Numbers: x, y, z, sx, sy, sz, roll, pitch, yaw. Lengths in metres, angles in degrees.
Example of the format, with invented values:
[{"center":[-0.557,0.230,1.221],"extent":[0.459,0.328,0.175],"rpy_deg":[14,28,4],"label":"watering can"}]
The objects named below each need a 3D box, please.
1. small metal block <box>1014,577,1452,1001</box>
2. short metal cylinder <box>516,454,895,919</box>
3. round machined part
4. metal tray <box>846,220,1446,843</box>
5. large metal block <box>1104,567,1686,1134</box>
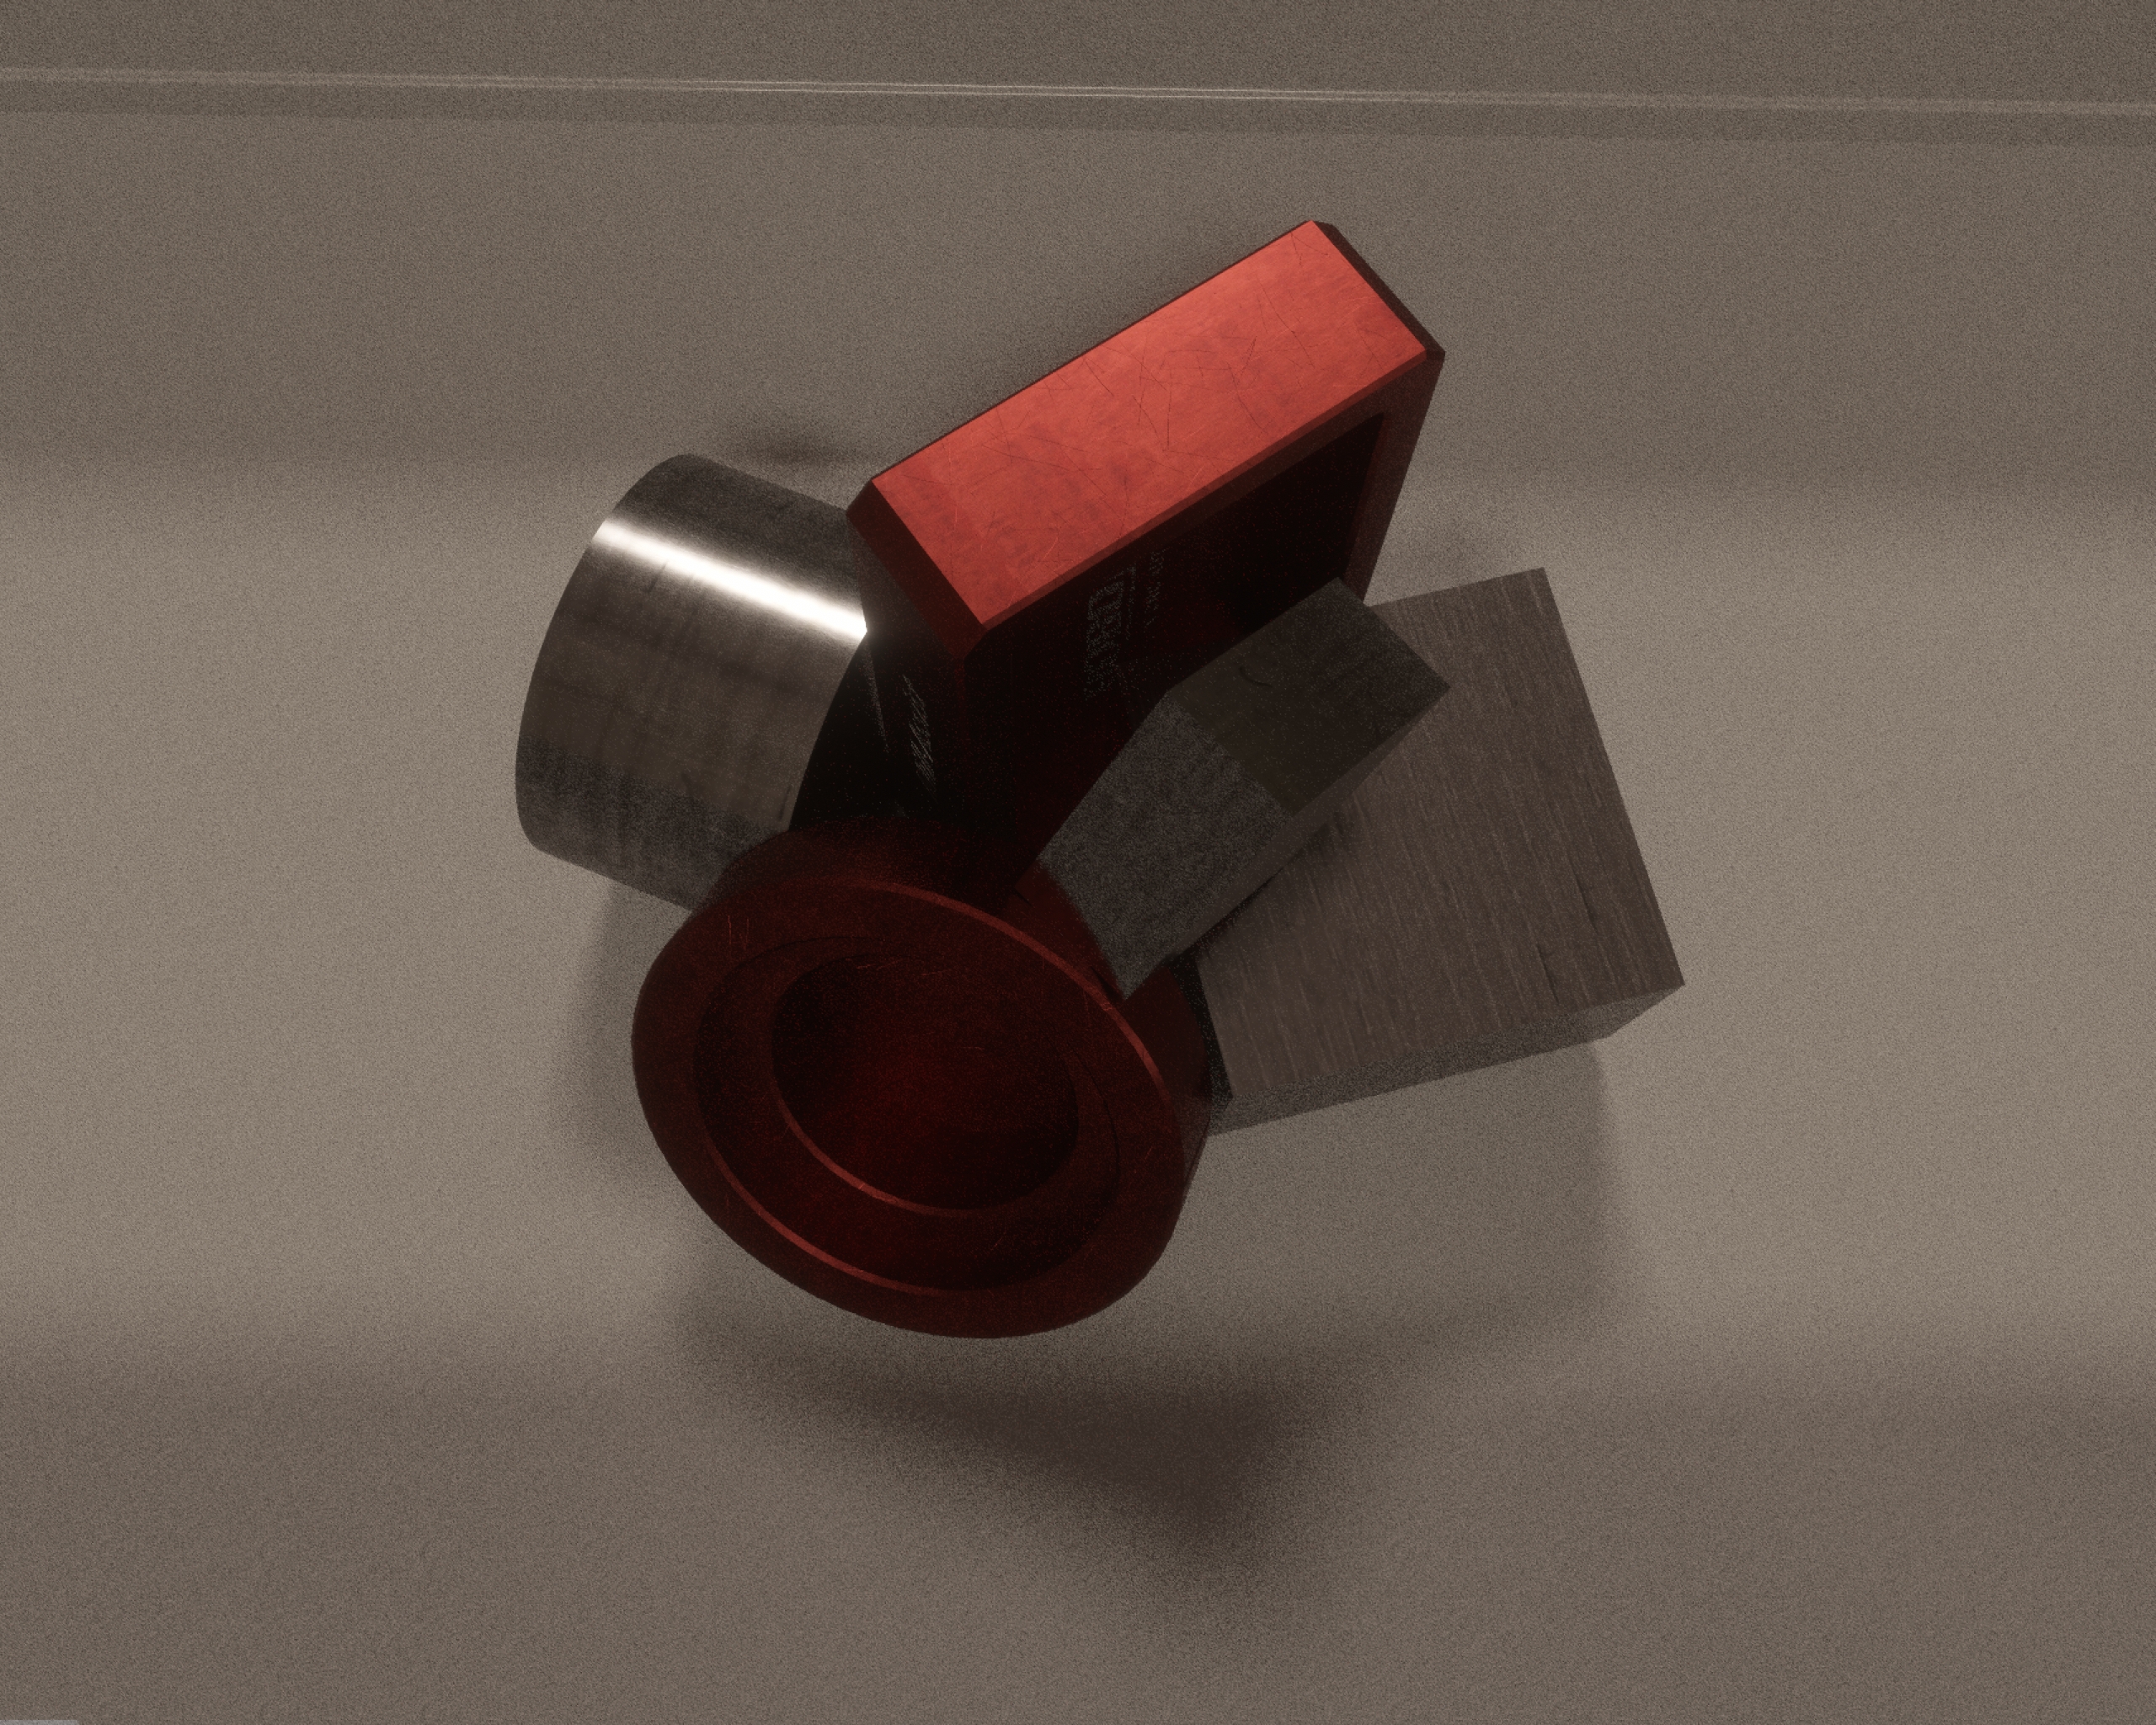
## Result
[{"center":[0.024,-0.012,0.327],"extent":[0.025,0.050,0.050],"rpy_deg":[46,44,7],"label":"small metal block"},{"center":[-0.061,-0.030,0.389],"extent":[0.050,0.080,0.080],"rpy_deg":[21,71,7],"label":"short metal cylinder"},{"center":[-0.024,0.033,0.367],"extent":[0.098,0.097,0.042],"rpy_deg":[19,36,6],"label":"round machined part"},{"center":[0.010,-0.045,0.369],"extent":[0.090,0.130,0.030],"rpy_deg":[-33,75,-12],"label":"metal tray"},{"center":[0.055,-0.001,0.388],"extent":[0.081,0.050,0.080],"rpy_deg":[-13,75,-5],"label":"large metal block"}]
